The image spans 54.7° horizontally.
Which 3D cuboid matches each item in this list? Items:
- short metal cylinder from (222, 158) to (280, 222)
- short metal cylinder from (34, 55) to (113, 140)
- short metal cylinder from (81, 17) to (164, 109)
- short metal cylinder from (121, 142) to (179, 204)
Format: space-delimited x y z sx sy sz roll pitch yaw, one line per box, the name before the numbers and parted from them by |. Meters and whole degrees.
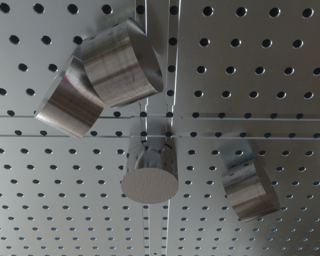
short metal cylinder | 0.133 0.091 0.454 0.050 0.080 0.080 -29 125 22
short metal cylinder | -0.096 -0.033 0.346 0.050 0.080 0.080 32 123 -24
short metal cylinder | -0.036 -0.065 0.320 0.050 0.080 0.080 -20 127 16
short metal cylinder | -0.014 0.066 0.451 0.081 0.050 0.079 0 130 0
